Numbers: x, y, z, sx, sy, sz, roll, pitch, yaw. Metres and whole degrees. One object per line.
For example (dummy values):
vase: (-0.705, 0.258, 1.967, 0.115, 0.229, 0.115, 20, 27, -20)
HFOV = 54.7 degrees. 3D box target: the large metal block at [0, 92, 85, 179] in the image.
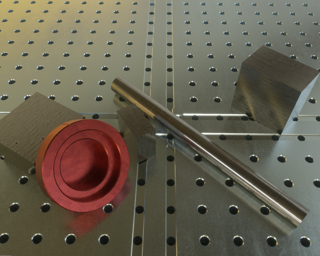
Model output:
large metal block: (-0.145, 0.012, 0.380, 0.080, 0.050, 0.080, 26, 55, 20)

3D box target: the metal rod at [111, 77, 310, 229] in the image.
metal rod: (0.044, 0.016, 0.394, 0.300, 0.025, 0.025, 37, 59, 27)

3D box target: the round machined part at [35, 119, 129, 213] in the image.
round machined part: (-0.086, 0.039, 0.339, 0.098, 0.098, 0.042, -43, 27, -30)

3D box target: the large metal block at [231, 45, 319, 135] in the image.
large metal block: (0.150, -0.050, 0.415, 0.080, 0.080, 0.050, 35, 59, 26)

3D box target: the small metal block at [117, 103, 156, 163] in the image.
small metal block: (-0.029, 0.006, 0.386, 0.025, 0.050, 0.050, -25, 55, -19)
